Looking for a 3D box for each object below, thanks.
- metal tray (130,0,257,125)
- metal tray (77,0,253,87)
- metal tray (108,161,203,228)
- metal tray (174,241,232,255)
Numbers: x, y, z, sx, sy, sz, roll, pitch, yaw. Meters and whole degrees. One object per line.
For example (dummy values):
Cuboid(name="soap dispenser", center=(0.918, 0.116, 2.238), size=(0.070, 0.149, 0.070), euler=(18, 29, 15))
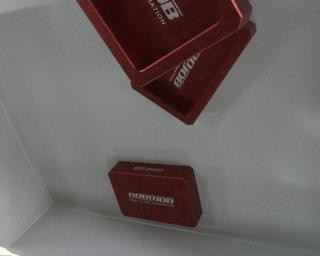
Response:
Cuboid(name="metal tray", center=(0.031, -0.076, 0.342), size=(0.090, 0.030, 0.129), euler=(34, 129, 5))
Cuboid(name="metal tray", center=(-0.014, -0.102, 0.197), size=(0.090, 0.030, 0.130), euler=(-25, 105, 36))
Cuboid(name="metal tray", center=(-0.008, 0.099, 0.471), size=(0.130, 0.030, 0.089), euler=(1, 119, 28))
Cuboid(name="metal tray", center=(0.081, 0.256, 0.523), size=(0.090, 0.030, 0.129), euler=(0, 119, 28))
